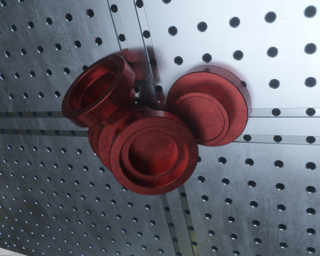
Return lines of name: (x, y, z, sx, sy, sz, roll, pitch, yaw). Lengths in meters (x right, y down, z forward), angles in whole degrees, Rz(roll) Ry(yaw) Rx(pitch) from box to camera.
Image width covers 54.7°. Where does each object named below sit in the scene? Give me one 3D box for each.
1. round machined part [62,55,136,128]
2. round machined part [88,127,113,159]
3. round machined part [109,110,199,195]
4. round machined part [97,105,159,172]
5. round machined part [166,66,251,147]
round machined part: (-0.069, -0.040, 0.381, 0.098, 0.098, 0.042, -13, 137, 33)
round machined part: (-0.061, 0.014, 0.440, 0.098, 0.042, 0.097, 13, 124, 20)
round machined part: (-0.009, 0.025, 0.357, 0.099, 0.042, 0.097, -3, 113, -7)
round machined part: (-0.030, 0.023, 0.398, 0.099, 0.042, 0.097, -4, 110, -10)
round machined part: (0.052, -0.019, 0.360, 0.098, 0.042, 0.097, 13, 124, 20)
